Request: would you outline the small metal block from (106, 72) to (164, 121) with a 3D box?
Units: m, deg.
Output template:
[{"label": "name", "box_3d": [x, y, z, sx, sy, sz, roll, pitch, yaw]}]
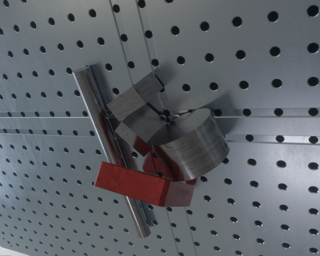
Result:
[{"label": "small metal block", "box_3d": [-0.031, -0.040, 0.387, 0.050, 0.050, 0.025, -29, 102, 37]}]

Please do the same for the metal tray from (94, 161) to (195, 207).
[{"label": "metal tray", "box_3d": [-0.014, 0.076, 0.406, 0.090, 0.130, 0.030, 12, 81, 21]}]

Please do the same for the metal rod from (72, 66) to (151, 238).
[{"label": "metal rod", "box_3d": [-0.067, 0.051, 0.478, 0.025, 0.025, 0.298, -3, 117, 29]}]

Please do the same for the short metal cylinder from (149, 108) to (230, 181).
[{"label": "short metal cylinder", "box_3d": [0.035, 0.019, 0.369, 0.080, 0.080, 0.050, -19, 108, 35]}]

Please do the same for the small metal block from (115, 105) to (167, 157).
[{"label": "small metal block", "box_3d": [-0.022, 0.001, 0.405, 0.050, 0.050, 0.025, 42, 137, -1]}]
